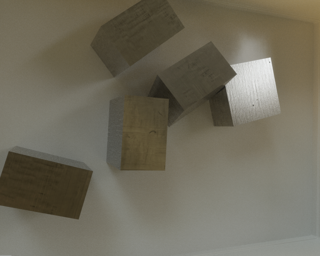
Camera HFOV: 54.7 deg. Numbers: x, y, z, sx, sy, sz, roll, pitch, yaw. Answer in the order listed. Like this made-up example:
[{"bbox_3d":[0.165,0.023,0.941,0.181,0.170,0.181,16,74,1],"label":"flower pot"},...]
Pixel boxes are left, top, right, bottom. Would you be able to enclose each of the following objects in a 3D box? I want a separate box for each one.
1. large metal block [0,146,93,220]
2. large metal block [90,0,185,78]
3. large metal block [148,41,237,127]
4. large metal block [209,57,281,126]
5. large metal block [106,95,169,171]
[{"bbox_3d":[-0.125,0.056,0.336,0.081,0.080,0.050,17,84,-20],"label":"large metal block"},{"bbox_3d":[-0.030,-0.109,0.371,0.080,0.080,0.050,-39,103,-16],"label":"large metal block"},{"bbox_3d":[0.036,-0.052,0.390,0.080,0.080,0.050,-35,85,-17],"label":"large metal block"},{"bbox_3d":[0.117,-0.050,0.442,0.081,0.050,0.080,-14,95,-20],"label":"large metal block"},{"bbox_3d":[-0.030,0.006,0.371,0.050,0.080,0.079,3,89,-20],"label":"large metal block"}]
